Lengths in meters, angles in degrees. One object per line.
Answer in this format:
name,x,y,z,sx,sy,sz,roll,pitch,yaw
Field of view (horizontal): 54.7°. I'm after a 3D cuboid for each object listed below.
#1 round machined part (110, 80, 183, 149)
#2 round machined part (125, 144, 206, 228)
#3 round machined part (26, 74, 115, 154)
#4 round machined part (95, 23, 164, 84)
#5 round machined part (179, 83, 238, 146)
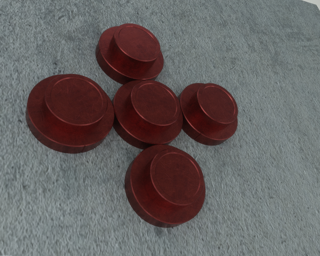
round machined part,-0.013,-0.023,0.403,0.099,0.042,0.098,14,56,-21
round machined part,0.012,0.063,0.363,0.099,0.042,0.098,14,56,-21
round machined part,-0.099,-0.023,0.356,0.099,0.042,0.098,14,56,-21
round machined part,-0.039,-0.110,0.442,0.099,0.042,0.098,14,56,-21
round machined part,0.074,-0.026,0.452,0.099,0.042,0.098,14,56,-21
